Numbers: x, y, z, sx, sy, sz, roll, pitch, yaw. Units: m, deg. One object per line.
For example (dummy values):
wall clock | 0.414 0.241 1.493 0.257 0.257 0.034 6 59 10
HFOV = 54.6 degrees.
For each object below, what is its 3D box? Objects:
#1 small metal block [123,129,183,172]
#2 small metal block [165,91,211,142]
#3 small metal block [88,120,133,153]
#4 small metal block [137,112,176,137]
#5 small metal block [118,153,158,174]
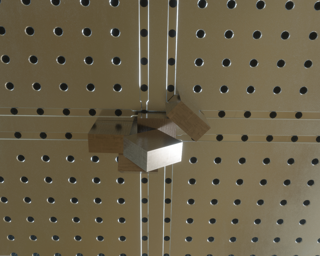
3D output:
small metal block | -0.009 0.025 0.372 0.050 0.050 0.025 -13 115 -35
small metal block | 0.034 -0.016 0.394 0.050 0.050 0.025 41 104 -14
small metal block | -0.062 0.011 0.403 0.050 0.050 0.025 2 111 0
small metal block | -0.005 0.007 0.416 0.050 0.025 0.050 1 110 -2
small metal block | -0.028 0.047 0.415 0.050 0.050 0.025 1 79 0
